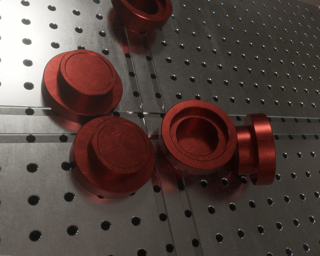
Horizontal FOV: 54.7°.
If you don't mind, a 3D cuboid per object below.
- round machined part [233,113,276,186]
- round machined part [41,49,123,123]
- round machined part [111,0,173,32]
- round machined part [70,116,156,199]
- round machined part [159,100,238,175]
[{"bbox_3d":[0.123,0.029,0.422,0.042,0.098,0.098,-5,59,6],"label":"round machined part"},{"bbox_3d":[-0.092,-0.058,0.384,0.099,0.042,0.098,14,56,-21],"label":"round machined part"},{"bbox_3d":[-0.032,-0.195,0.500,0.099,0.042,0.098,14,56,-21],"label":"round machined part"},{"bbox_3d":[-0.049,0.027,0.355,0.099,0.042,0.098,14,56,-21],"label":"round machined part"},{"bbox_3d":[0.047,0.015,0.404,0.099,0.042,0.098,5,62,-8],"label":"round machined part"}]
